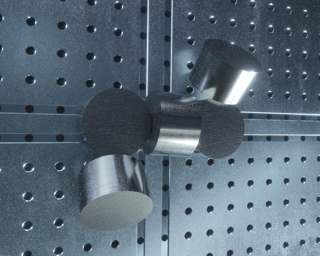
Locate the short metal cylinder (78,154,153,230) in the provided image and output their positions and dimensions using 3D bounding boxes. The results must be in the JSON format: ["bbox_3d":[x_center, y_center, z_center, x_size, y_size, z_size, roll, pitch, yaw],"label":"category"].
[{"bbox_3d":[-0.052,0.076,0.359,0.081,0.050,0.080,-10,137,-9],"label":"short metal cylinder"}]

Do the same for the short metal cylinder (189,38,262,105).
[{"bbox_3d":[0.085,-0.075,0.409,0.081,0.080,0.050,9,129,-20],"label":"short metal cylinder"}]

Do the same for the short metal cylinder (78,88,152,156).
[{"bbox_3d":[-0.056,-0.006,0.378,0.081,0.050,0.079,0,90,-21],"label":"short metal cylinder"}]

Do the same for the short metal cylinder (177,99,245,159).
[{"bbox_3d":[0.067,0.000,0.425,0.081,0.050,0.079,0,90,-21],"label":"short metal cylinder"}]

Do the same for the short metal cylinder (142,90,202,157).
[{"bbox_3d":[0.011,-0.005,0.388,0.050,0.080,0.080,5,88,-20],"label":"short metal cylinder"}]
